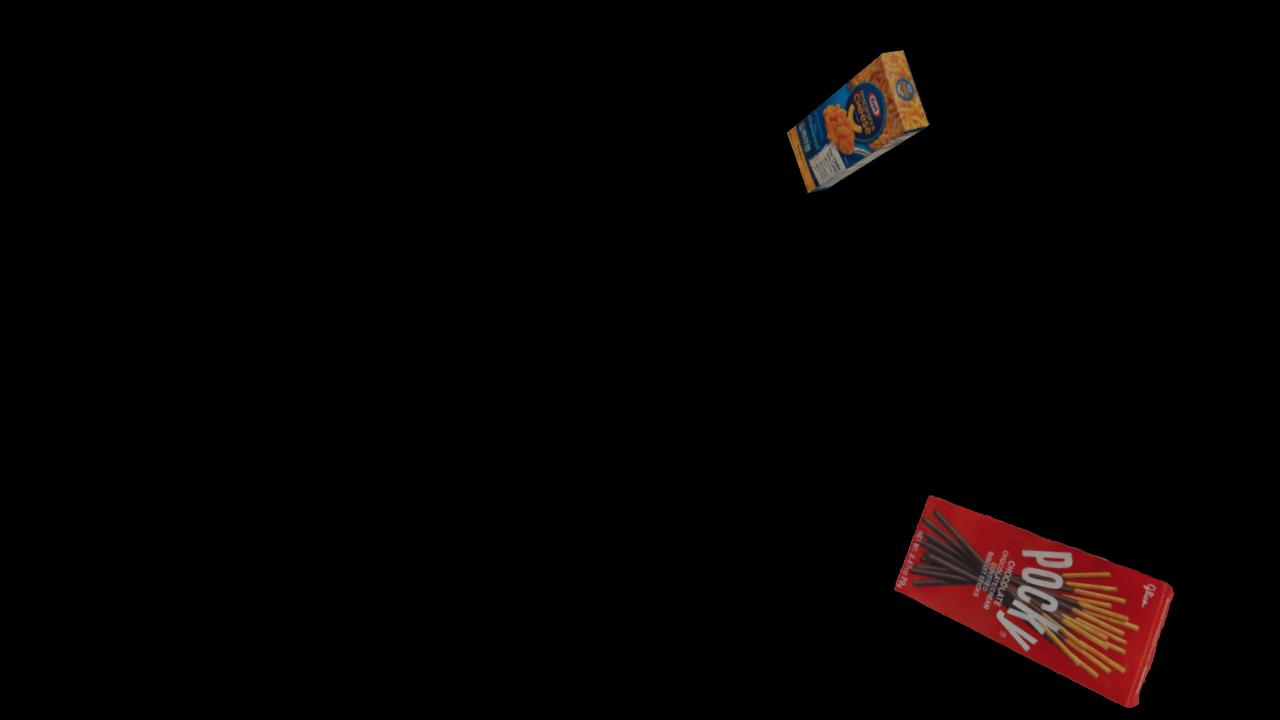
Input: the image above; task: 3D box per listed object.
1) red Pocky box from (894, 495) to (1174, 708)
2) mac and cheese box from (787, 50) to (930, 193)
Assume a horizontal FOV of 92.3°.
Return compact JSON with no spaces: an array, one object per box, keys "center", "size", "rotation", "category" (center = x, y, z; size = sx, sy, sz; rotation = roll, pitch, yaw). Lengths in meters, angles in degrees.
[{"center":[0.271,0.163,0.440],"size":[0.028,0.083,0.155],"rotation":[27,-7,-42],"category":"red Pocky box"},{"center":[0.260,-0.285,0.759],"size":[0.041,0.093,0.184],"rotation":[-17,-2,-21],"category":"mac and cheese box"}]
